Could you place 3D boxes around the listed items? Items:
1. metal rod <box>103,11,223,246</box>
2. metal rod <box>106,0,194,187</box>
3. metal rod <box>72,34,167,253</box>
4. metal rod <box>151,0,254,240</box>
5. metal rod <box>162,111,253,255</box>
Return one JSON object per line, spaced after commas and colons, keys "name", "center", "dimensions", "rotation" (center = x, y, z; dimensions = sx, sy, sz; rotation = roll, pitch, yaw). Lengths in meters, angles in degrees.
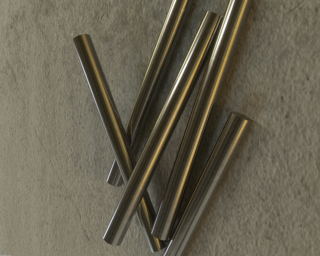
{"name": "metal rod", "center": [0.001, 0.007, 0.372], "dimensions": [0.025, 0.025, 0.298], "rotation": [31, 100, 35]}
{"name": "metal rod", "center": [-0.014, -0.053, 0.414], "dimensions": [0.025, 0.025, 0.298], "rotation": [34, 111, 34]}
{"name": "metal rod", "center": [-0.055, 0.018, 0.414], "dimensions": [0.025, 0.025, 0.299], "rotation": [-23, 86, 37]}
{"name": "metal rod", "center": [0.045, -0.006, 0.358], "dimensions": [0.025, 0.025, 0.298], "rotation": [26, 104, 36]}
{"name": "metal rod", "center": [0.034, 0.119, 0.375], "dimensions": [0.025, 0.025, 0.298], "rotation": [35, 111, 34]}
